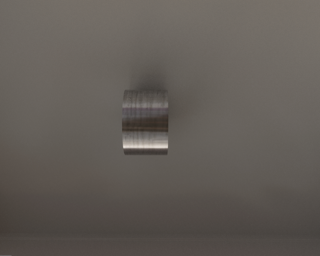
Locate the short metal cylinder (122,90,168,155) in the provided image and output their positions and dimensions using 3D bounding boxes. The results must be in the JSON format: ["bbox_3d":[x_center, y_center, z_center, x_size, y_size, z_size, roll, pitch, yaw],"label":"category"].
[{"bbox_3d":[-0.016,-0.007,0.377,0.050,0.080,0.079,0,110,-1],"label":"short metal cylinder"}]
